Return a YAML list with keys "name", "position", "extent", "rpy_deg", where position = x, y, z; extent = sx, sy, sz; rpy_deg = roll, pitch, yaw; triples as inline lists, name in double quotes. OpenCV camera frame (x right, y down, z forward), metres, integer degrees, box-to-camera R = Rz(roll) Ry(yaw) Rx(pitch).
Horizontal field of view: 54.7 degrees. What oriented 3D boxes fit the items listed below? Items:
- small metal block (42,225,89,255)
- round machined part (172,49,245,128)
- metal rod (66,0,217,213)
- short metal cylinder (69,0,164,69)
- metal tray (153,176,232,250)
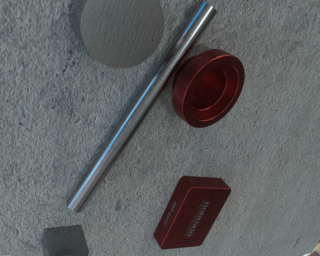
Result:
- name: "small metal block"
  position: [-0.129, 0.161, 0.420]
  extent: [0.050, 0.050, 0.025]
  rpy_deg: [4, 117, -30]
- name: "round machined part"
  position: [0.055, -0.052, 0.386]
  extent: [0.099, 0.042, 0.097]
  rpy_deg: [-23, 134, -26]
- name: "metal rod"
  position: [-0.029, -0.017, 0.380]
  extent: [0.025, 0.025, 0.299]
  rpy_deg: [26, 104, -37]
- name: "short metal cylinder"
  position: [-0.043, -0.104, 0.303]
  extent: [0.081, 0.050, 0.079]
  rpy_deg: [-14, 124, -21]
- name: "metal tray"
  position: [0.054, 0.144, 0.522]
  extent: [0.091, 0.030, 0.129]
  rpy_deg: [9, 114, -33]
